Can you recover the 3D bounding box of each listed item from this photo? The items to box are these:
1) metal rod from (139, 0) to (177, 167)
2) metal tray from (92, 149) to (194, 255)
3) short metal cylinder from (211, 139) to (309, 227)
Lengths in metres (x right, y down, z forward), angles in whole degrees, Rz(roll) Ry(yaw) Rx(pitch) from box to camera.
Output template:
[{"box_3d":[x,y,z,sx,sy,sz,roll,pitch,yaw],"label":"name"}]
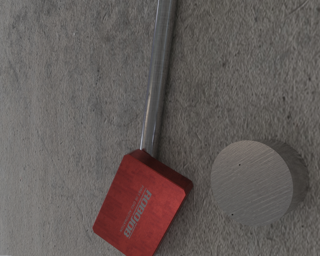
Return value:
[{"box_3d":[-0.001,-0.086,0.405,0.025,0.025,0.298,12,98,39],"label":"metal rod"},{"box_3d":[-0.025,0.104,0.404,0.090,0.030,0.129,30,110,14],"label":"metal tray"},{"box_3d":[0.098,0.051,0.308,0.080,0.050,0.080,0,90,40],"label":"short metal cylinder"}]
